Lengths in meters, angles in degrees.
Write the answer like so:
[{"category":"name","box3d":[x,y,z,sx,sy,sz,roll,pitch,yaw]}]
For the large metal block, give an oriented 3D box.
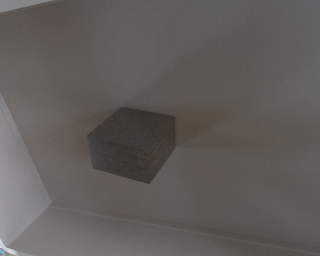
[{"category":"large metal block","box3d":[-0.033,0.019,0.397,0.080,0.080,0.050,12,123,21]}]
